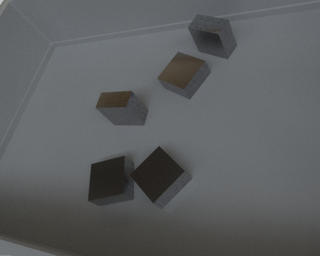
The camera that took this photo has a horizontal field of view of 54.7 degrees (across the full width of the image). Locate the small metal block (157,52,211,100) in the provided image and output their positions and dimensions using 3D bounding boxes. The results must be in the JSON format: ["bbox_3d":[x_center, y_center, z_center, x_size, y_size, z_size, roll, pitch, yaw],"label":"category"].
[{"bbox_3d":[0.034,-0.074,0.432,0.050,0.025,0.050,30,78,37],"label":"small metal block"}]

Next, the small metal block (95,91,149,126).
[{"bbox_3d":[-0.052,-0.026,0.431,0.050,0.050,0.025,1,62,28],"label":"small metal block"}]

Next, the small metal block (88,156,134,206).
[{"bbox_3d":[-0.061,0.068,0.395,0.050,0.025,0.050,-15,56,19],"label":"small metal block"}]

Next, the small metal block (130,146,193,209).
[{"bbox_3d":[0.001,0.058,0.368,0.050,0.025,0.050,-45,51,-3],"label":"small metal block"}]

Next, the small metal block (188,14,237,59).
[{"bbox_3d":[0.073,-0.126,0.428,0.050,0.050,0.025,26,76,36],"label":"small metal block"}]
